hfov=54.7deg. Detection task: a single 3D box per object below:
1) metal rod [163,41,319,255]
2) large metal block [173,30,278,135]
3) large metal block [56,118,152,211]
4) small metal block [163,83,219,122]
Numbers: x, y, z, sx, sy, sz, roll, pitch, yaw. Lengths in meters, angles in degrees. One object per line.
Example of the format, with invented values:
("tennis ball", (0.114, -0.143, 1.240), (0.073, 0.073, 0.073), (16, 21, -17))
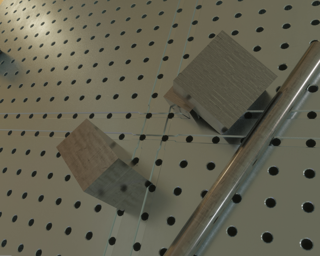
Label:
("metal rod", (0.100, 0.024, 0.340), (0.025, 0.025, 0.300), (30, 78, 37))
("large metal block", (0.072, -0.051, 0.363), (0.080, 0.050, 0.080), (43, 85, 7))
("large metal block", (-0.067, 0.046, 0.379), (0.050, 0.080, 0.080), (-44, 51, -2))
("small metal block", (0.042, -0.044, 0.412), (0.050, 0.025, 0.050), (-49, 52, -7))
